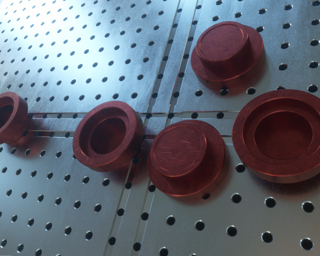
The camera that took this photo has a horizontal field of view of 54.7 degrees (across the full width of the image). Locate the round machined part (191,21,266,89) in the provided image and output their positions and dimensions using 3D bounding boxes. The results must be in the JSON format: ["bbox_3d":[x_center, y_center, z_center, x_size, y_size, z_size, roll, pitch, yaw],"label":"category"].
[{"bbox_3d":[0.087,-0.103,0.414,0.098,0.042,0.098,-13,56,20],"label":"round machined part"}]

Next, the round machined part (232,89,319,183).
[{"bbox_3d":[0.129,0.011,0.323,0.098,0.042,0.098,-13,56,20],"label":"round machined part"}]

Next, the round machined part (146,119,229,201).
[{"bbox_3d":[0.027,0.032,0.362,0.098,0.042,0.098,-13,56,20],"label":"round machined part"}]

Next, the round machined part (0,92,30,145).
[{"bbox_3d":[-0.270,-0.012,0.543,0.098,0.042,0.098,-13,56,20],"label":"round machined part"}]

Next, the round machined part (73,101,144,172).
[{"bbox_3d":[-0.065,0.015,0.421,0.098,0.042,0.098,-13,56,20],"label":"round machined part"}]
